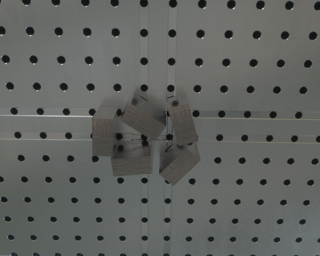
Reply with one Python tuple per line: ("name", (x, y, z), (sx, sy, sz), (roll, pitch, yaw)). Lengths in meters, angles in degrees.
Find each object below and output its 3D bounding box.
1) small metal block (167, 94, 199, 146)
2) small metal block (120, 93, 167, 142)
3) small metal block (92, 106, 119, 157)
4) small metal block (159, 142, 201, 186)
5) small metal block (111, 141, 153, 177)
("small metal block", (0.028, -0.012, 0.395), (0.025, 0.050, 0.050), (-15, 109, 5))
("small metal block", (-0.020, -0.015, 0.394), (0.050, 0.050, 0.025), (32, 108, -12))
("small metal block", (-0.070, 0.003, 0.401), (0.025, 0.050, 0.050), (3, 111, -1))
("small metal block", (0.025, 0.041, 0.415), (0.025, 0.050, 0.050), (41, 105, -13))
("small metal block", (-0.035, 0.040, 0.414), (0.050, 0.050, 0.025), (-5, 110, 1))
